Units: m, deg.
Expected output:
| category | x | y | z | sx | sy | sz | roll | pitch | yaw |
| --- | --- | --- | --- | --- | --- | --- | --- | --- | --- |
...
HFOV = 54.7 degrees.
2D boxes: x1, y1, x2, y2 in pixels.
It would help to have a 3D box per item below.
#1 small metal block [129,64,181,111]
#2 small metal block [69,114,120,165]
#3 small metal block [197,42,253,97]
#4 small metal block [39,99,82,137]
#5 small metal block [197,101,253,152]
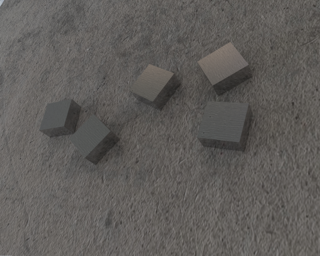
| category | x | y | z | sx | sy | sz | roll | pitch | yaw |
| --- | --- | --- | --- | --- | --- | --- | --- | --- | --- |
| small metal block | -0.007 | -0.059 | 0.444 | 0.050 | 0.025 | 0.050 | 29 | 77 | 37 |
| small metal block | -0.094 | 0.016 | 0.444 | 0.050 | 0.025 | 0.050 | -47 | 51 | -5 |
| small metal block | 0.085 | -0.077 | 0.407 | 0.050 | 0.025 | 0.050 | -30 | 52 | 9 |
| small metal block | -0.159 | -0.015 | 0.497 | 0.050 | 0.025 | 0.050 | -8 | 58 | 24 |
| small metal block | 0.077 | -0.003 | 0.365 | 0.050 | 0.025 | 0.050 | 6 | 65 | 31 |
